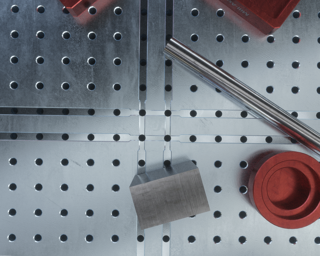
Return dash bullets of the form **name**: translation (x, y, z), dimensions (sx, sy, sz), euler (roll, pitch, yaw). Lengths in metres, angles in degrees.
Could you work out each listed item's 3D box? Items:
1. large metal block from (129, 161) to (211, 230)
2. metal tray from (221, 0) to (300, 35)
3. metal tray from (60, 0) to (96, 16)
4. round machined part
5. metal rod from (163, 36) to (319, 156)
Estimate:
- **large metal block**: translation (0.011, 0.079, 0.386), dimensions (0.080, 0.080, 0.050), euler (-16, 90, 0)
- **metal tray**: translation (0.126, -0.200, 0.412), dimensions (0.130, 0.030, 0.090), euler (37, 90, -1)
- **metal tray**: translation (-0.124, -0.227, 0.409), dimensions (0.090, 0.030, 0.130), euler (-40, 91, 0)
- **round machined part**: translation (0.165, 0.078, 0.407), dimensions (0.099, 0.042, 0.097), euler (0, 90, -1)
- **metal rod**: translation (0.137, -0.029, 0.415), dimensions (0.301, 0.025, 0.025), euler (33, 90, -1)
